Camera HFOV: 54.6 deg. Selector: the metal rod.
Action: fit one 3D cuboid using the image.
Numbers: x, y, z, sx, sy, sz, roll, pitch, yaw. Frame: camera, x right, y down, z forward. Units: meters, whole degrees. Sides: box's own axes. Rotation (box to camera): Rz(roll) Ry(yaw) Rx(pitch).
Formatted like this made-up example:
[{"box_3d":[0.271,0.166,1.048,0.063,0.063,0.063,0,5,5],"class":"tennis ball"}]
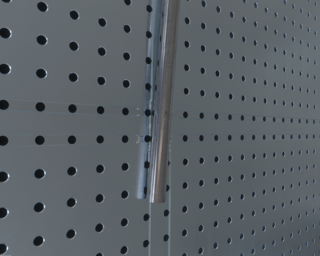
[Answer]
[{"box_3d":[0.006,-0.053,0.412,0.025,0.025,0.299,7,85,-40],"class":"metal rod"}]
